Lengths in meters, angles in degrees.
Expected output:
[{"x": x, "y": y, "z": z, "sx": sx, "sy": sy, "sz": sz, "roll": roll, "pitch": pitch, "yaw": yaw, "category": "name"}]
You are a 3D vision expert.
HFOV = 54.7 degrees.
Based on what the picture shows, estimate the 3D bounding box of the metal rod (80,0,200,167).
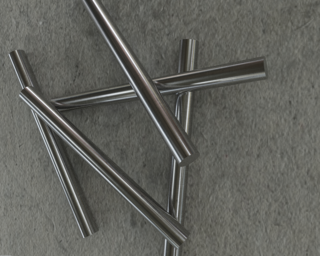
[{"x": -0.040, "y": -0.083, "z": 0.382, "sx": 0.025, "sy": 0.025, "sz": 0.299, "roll": -39, "pitch": 63, "yaw": 15, "category": "metal rod"}]

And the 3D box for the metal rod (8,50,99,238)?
[{"x": -0.162, "y": 0.018, "z": 0.464, "sx": 0.025, "sy": 0.025, "sz": 0.299, "roll": -28, "pitch": 81, "yaw": 17, "category": "metal rod"}]

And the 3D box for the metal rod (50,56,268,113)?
[{"x": -0.021, "y": -0.049, "z": 0.395, "sx": 0.300, "sy": 0.025, "sz": 0.025, "roll": -6, "pitch": 88, "yaw": 27, "category": "metal rod"}]

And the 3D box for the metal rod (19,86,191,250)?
[{"x": -0.082, "y": 0.042, "z": 0.410, "sx": 0.300, "sy": 0.025, "sz": 0.025, "roll": 40, "pitch": 103, "yaw": 15, "category": "metal rod"}]

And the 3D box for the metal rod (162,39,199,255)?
[{"x": 0.026, "y": 0.038, "z": 0.399, "sx": 0.025, "sy": 0.025, "sz": 0.298, "roll": 5, "pitch": 92, "yaw": 19, "category": "metal rod"}]
